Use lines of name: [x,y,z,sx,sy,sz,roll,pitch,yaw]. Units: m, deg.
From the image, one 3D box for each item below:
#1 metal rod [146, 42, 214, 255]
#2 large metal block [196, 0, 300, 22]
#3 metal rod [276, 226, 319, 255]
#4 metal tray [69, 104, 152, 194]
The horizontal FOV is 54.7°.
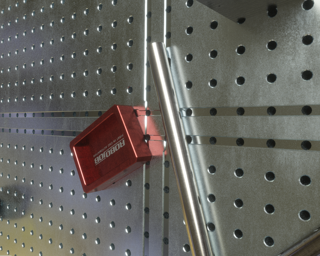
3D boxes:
metal rod: [0.026,0.035,0.386,0.025,0.025,0.299,-20,77,38]
large metal block: [0.089,-0.149,0.299,0.080,0.081,0.050,-7,86,39]
metal rod: [0.136,0.122,0.296,0.298,0.025,0.025,-51,61,27]
metal tray: [-0.080,0.034,0.469,0.130,0.030,0.090,-35,69,34]
